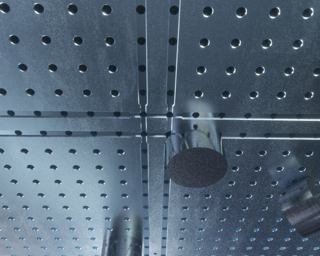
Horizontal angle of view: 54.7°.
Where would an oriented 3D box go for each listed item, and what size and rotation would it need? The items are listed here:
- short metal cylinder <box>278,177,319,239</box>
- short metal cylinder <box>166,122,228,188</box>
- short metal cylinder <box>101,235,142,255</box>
[{"bbox_3d":[0.232,0.124,0.483,0.080,0.080,0.050,34,122,-26],"label":"short metal cylinder"},{"bbox_3d":[0.049,0.038,0.428,0.081,0.050,0.079,0,130,0],"label":"short metal cylinder"},{"bbox_3d":[-0.076,0.255,0.612,0.081,0.050,0.079,0,130,0],"label":"short metal cylinder"}]
